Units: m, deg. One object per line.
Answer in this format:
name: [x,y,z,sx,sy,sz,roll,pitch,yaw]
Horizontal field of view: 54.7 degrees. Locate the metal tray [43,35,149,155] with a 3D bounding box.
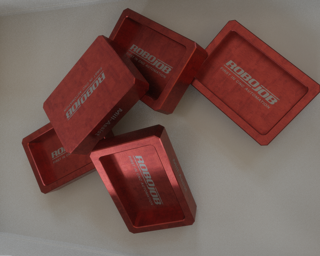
metal tray: [-0.085,-0.039,0.392,0.130,0.030,0.090,-45,63,18]

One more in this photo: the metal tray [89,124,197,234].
metal tray: [-0.018,0.067,0.383,0.090,0.030,0.129,-15,112,18]

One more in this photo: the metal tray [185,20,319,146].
metal tray: [0.106,-0.053,0.370,0.130,0.030,0.090,44,103,14]

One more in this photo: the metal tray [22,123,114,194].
metal tray: [-0.130,0.029,0.452,0.130,0.030,0.090,-28,81,17]

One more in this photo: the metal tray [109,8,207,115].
metal tray: [-0.017,-0.087,0.394,0.130,0.030,0.090,37,102,31]
